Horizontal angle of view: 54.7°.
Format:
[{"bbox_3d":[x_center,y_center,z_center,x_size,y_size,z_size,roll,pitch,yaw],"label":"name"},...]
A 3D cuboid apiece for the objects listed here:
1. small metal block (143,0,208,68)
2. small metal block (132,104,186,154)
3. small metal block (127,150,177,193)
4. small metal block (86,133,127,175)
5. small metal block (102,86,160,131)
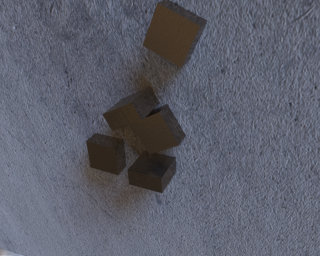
[{"bbox_3d":[0.016,-0.102,0.335,0.050,0.025,0.050,31,129,7],"label":"small metal block"},{"bbox_3d":[-0.002,0.002,0.410,0.050,0.025,0.050,-20,108,35],"label":"small metal block"},{"bbox_3d":[-0.010,0.060,0.433,0.050,0.050,0.025,10,123,22],"label":"small metal block"},{"bbox_3d":[-0.081,0.040,0.474,0.050,0.025,0.050,12,124,21],"label":"small metal block"},{"bbox_3d":[-0.036,-0.025,0.394,0.050,0.050,0.025,-18,109,35],"label":"small metal block"}]
